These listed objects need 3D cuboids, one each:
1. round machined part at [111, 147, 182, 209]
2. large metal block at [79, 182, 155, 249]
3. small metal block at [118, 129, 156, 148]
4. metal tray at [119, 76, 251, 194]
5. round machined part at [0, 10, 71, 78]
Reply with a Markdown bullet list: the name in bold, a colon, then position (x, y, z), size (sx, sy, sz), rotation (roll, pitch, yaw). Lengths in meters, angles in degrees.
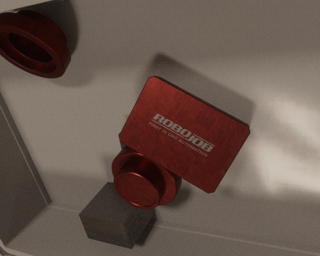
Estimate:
- **round machined part**: position (-0.024, 0.072, 0.422), size (0.098, 0.042, 0.097), rotation (14, 130, 18)
- **large metal block**: position (-0.065, 0.134, 0.488), size (0.080, 0.080, 0.050), rotation (3, 120, 26)
- **small metal block**: position (-0.027, 0.027, 0.438), size (0.050, 0.025, 0.050), rotation (7, 122, 24)
- **metal tray**: position (0.028, 0.006, 0.370), size (0.130, 0.030, 0.090), rotation (30, 102, 8)
- **round machined part**: position (-0.160, -0.109, 0.394), size (0.098, 0.042, 0.098), rotation (15, 156, 7)
